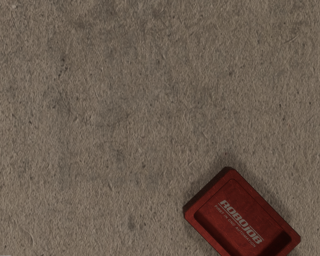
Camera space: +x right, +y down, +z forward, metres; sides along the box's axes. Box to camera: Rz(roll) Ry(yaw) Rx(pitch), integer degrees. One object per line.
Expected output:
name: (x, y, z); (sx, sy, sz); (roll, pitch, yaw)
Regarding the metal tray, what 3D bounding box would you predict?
metal tray: (0.105, 0.127, 0.408); (0.090, 0.030, 0.130); (-44, 91, 0)
